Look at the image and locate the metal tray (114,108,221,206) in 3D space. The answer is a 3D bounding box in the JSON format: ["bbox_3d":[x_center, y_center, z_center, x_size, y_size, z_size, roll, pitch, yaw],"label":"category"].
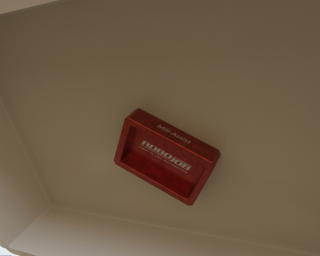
[{"bbox_3d":[0.006,0.041,0.428,0.130,0.030,0.089,28,128,10],"label":"metal tray"}]
